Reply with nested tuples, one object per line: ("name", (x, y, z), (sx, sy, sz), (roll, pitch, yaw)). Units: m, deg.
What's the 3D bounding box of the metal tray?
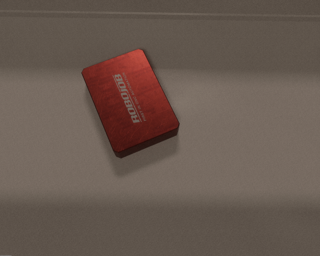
("metal tray", (-0.041, -0.035, 0.419), (0.091, 0.030, 0.130), (-22, 72, -9))
